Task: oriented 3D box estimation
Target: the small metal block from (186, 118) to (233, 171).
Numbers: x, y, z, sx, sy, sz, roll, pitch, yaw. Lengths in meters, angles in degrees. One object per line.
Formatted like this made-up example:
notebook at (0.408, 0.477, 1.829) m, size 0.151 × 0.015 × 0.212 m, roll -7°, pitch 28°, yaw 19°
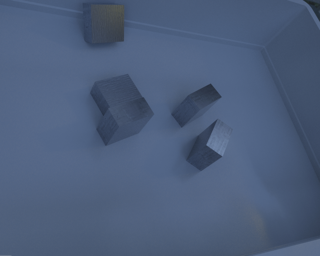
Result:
small metal block at (0.066, 0.023, 0.413) m, size 0.025 × 0.050 × 0.050 m, roll 36°, pitch 51°, yaw -5°

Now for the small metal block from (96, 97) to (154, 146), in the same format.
small metal block at (-0.042, -0.007, 0.373) m, size 0.050 × 0.050 × 0.025 m, roll -22°, pitch 74°, yaw -36°

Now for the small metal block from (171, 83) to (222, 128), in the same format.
small metal block at (0.051, -0.032, 0.438) m, size 0.050 × 0.050 × 0.025 m, roll -30°, pitch 79°, yaw -38°

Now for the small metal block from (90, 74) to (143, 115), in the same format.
small metal block at (-0.054, -0.038, 0.401) m, size 0.050 × 0.025 × 0.050 m, roll -22°, pitch 74°, yaw -36°

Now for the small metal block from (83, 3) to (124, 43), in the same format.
small metal block at (-0.079, -0.148, 0.436) m, size 0.050 × 0.050 × 0.025 m, roll -15°, pitch 31°, yaw -34°
